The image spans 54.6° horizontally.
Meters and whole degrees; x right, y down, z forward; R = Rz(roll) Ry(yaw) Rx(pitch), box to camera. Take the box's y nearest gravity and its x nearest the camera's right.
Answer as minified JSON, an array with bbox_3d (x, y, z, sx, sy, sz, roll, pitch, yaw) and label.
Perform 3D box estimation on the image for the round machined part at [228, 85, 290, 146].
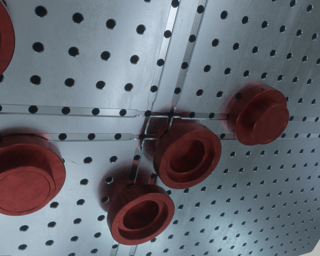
[{"bbox_3d":[0.158,-0.014,0.477,0.099,0.042,0.097,-14,124,-21],"label":"round machined part"}]

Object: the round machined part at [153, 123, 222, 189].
[{"bbox_3d":[0.035,0.036,0.440,0.099,0.042,0.097,-14,124,-21],"label":"round machined part"}]

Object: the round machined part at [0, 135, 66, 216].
[{"bbox_3d":[-0.157,0.060,0.351,0.099,0.042,0.097,-14,124,-21],"label":"round machined part"}]

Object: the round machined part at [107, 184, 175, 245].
[{"bbox_3d":[-0.031,0.122,0.458,0.099,0.042,0.097,-14,124,-21],"label":"round machined part"}]

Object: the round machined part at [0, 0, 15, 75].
[{"bbox_3d":[-0.174,-0.082,0.254,0.099,0.042,0.097,-14,124,-21],"label":"round machined part"}]
